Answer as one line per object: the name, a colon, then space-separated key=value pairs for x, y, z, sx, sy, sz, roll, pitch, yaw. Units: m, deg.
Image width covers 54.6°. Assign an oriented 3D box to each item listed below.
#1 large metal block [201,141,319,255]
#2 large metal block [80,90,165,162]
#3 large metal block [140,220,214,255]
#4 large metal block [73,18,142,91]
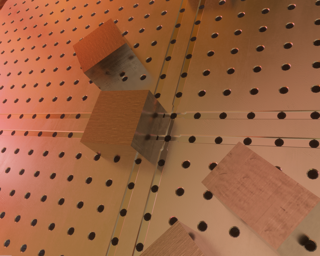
large metal block: x=0.094 y=0.069 z=0.282 sx=0.050 sy=0.080 sz=0.080 roll=-47 pitch=51 yaw=-4
large metal block: x=-0.049 y=-0.004 z=0.421 sx=0.080 sy=0.050 sz=0.080 roll=2 pitch=63 yaw=29
large metal block: x=0.019 y=0.150 z=0.291 sx=0.080 sy=0.050 sz=0.080 roll=-42 pitch=51 yaw=-1
large metal block: x=-0.089 y=-0.122 z=0.515 sx=0.080 sy=0.050 sz=0.080 roll=-34 pitch=51 yaw=6
